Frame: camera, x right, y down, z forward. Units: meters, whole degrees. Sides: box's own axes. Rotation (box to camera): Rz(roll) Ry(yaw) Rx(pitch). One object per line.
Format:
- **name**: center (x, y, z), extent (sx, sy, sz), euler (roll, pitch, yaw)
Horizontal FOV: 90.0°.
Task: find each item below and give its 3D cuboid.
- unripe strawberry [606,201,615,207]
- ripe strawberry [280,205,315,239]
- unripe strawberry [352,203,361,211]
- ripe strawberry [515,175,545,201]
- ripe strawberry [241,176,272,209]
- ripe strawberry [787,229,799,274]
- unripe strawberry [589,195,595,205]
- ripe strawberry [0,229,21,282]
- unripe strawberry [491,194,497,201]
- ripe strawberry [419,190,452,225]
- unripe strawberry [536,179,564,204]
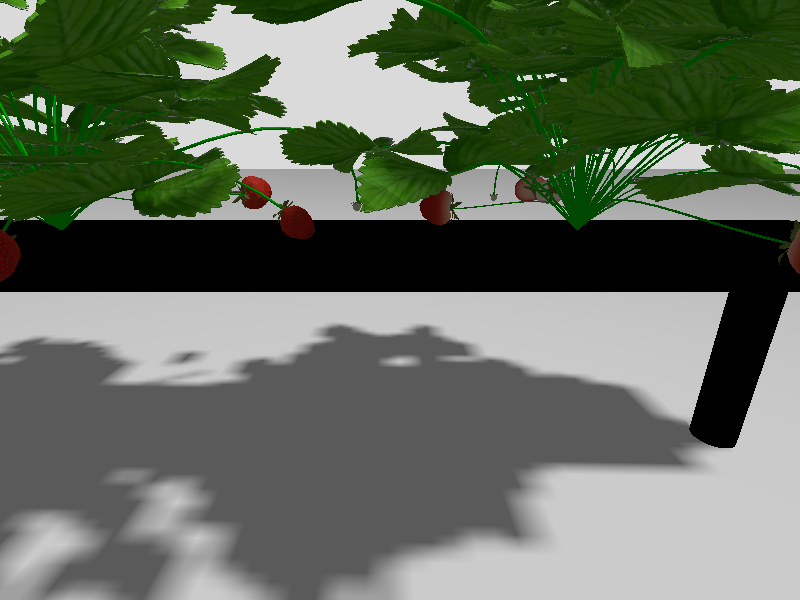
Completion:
- **unripe strawberry**: center (0.250, -0.115, 0.478), extent (0.011, 0.011, 0.010), euler (13, 23, 32)
- **ripe strawberry**: center (-0.078, -0.059, 0.307), extent (0.027, 0.023, 0.027), euler (42, 22, -5)
- **unripe strawberry**: center (-0.049, -0.105, 0.454), extent (0.010, 0.010, 0.011), euler (-9, 21, -23)
- **ripe strawberry**: center (0.183, -0.158, 0.565), extent (0.042, 0.036, 0.042), euler (2, 19, 6)
- **ripe strawberry**: center (-0.172, -0.129, 0.481), extent (0.034, 0.039, 0.037), euler (16, 24, 37)
- **ripe strawberry**: center (0.225, -0.026, 0.207), extent (0.030, 0.032, 0.033), euler (-9, 22, -24)
- **unripe strawberry**: center (0.232, -0.119, 0.486), extent (0.016, 0.016, 0.014), euler (10, 22, 26)
- **ripe strawberry**: center (-0.207, -0.022, 0.197), extent (0.029, 0.030, 0.031), euler (-11, 23, -27)
- **unripe strawberry**: center (0.125, -0.136, 0.533), extent (0.009, 0.010, 0.010), euler (-3, 20, -8)
- **ripe strawberry**: center (0.034, -0.086, 0.371), extent (0.030, 0.032, 0.028), euler (4, 20, 12)
- **unripe strawberry**: center (0.199, -0.145, 0.532), extent (0.038, 0.032, 0.038), euler (4, 14, 12)
